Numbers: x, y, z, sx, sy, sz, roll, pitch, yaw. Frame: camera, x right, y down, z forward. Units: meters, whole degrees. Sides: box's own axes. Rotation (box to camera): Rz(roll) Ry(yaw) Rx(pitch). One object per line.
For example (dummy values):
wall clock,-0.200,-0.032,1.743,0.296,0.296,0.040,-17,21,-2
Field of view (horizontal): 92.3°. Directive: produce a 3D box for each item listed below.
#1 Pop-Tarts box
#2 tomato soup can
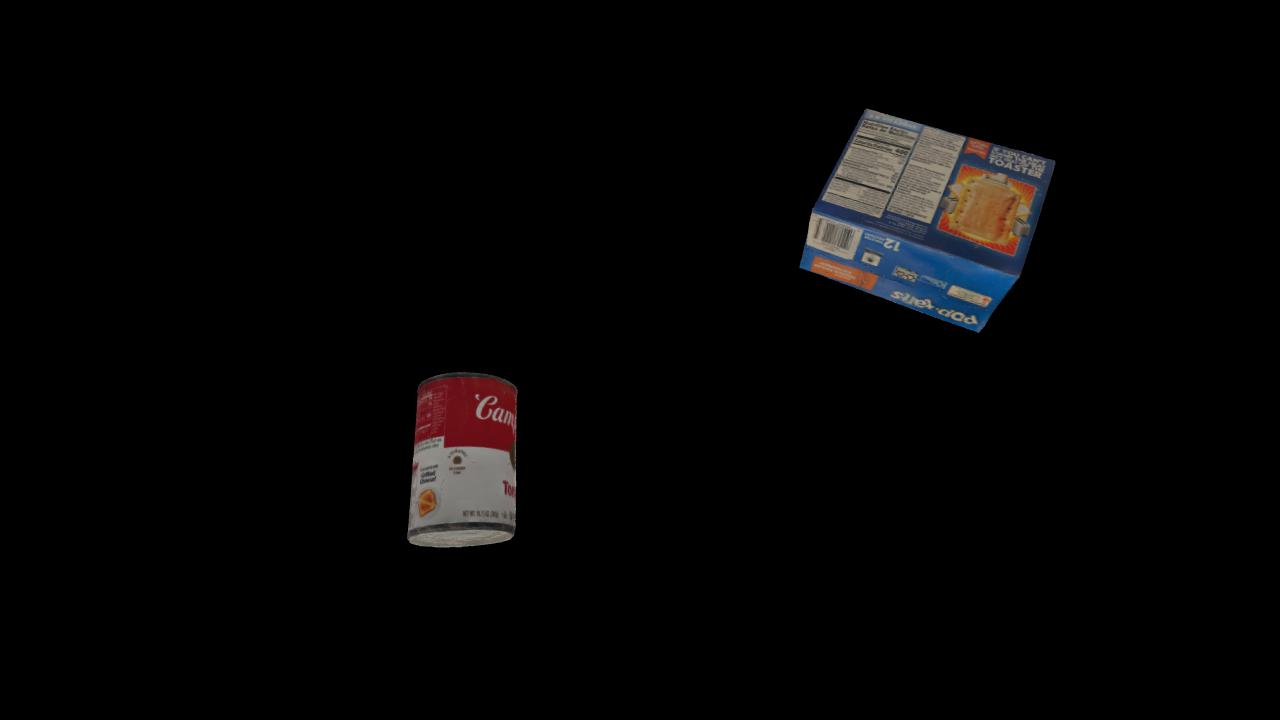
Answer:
Pop-Tarts box,0.250,-0.127,0.549,0.167,0.141,0.083,24,-25,16
tomato soup can,-0.115,0.067,0.405,0.068,0.101,0.068,-3,-24,-2
